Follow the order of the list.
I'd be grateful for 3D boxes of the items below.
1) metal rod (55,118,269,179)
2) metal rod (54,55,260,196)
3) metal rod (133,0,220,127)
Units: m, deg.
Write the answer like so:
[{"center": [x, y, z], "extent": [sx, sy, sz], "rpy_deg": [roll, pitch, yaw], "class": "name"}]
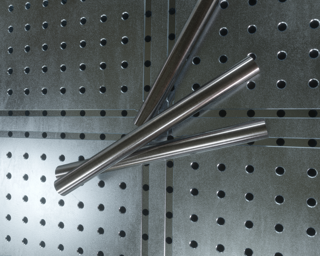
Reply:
[{"center": [-0.011, 0.034, 0.416], "extent": [0.300, 0.025, 0.025], "rpy_deg": [-14, 85, 19], "class": "metal rod"}, {"center": [-0.011, 0.003, 0.398], "extent": [0.300, 0.025, 0.025], "rpy_deg": [-32, 79, 10], "class": "metal rod"}, {"center": [0.045, -0.132, 0.396], "extent": [0.025, 0.025, 0.299], "rpy_deg": [32, 100, 17], "class": "metal rod"}]
